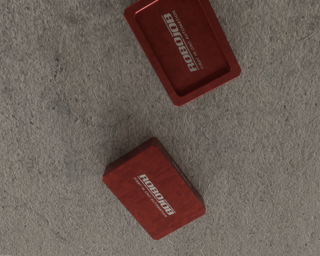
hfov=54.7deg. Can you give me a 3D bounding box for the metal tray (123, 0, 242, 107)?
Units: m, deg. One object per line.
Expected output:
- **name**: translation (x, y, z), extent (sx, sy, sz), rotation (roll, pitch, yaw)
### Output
- **metal tray**: translation (0.028, -0.102, 0.369), extent (0.090, 0.030, 0.130), rotation (-28, 108, 9)

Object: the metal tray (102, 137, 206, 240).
- **metal tray**: translation (-0.007, 0.088, 0.440), extent (0.090, 0.030, 0.130), rotation (-33, 107, 11)
